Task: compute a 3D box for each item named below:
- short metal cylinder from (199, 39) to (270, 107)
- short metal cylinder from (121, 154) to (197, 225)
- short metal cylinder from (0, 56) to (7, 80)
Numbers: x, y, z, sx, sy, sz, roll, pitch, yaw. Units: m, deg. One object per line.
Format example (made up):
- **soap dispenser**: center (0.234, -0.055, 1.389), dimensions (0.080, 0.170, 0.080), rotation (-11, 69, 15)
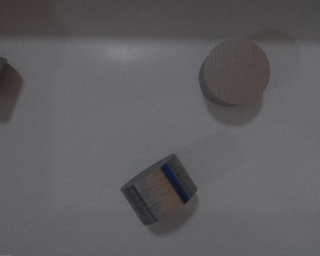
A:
- **short metal cylinder**: center (0.093, -0.069, 0.399), dimensions (0.081, 0.050, 0.080), rotation (0, 90, 0)
- **short metal cylinder**: center (-0.001, 0.075, 0.384), dimensions (0.080, 0.080, 0.050), rotation (-33, 90, 0)
- **short metal cylinder**: center (-0.240, -0.077, 0.382), dimensions (0.080, 0.080, 0.050), rotation (20, 90, 0)
